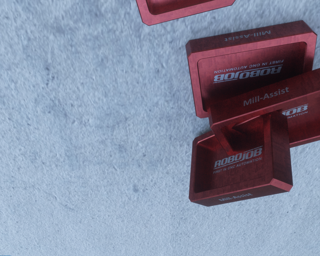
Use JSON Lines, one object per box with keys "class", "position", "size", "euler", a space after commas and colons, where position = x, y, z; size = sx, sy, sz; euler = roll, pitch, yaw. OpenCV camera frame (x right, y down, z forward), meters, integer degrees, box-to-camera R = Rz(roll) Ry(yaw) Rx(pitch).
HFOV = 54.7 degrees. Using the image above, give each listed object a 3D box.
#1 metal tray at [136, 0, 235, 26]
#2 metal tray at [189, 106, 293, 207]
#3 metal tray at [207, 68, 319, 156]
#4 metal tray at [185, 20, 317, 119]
{"class": "metal tray", "position": [0.012, -0.163, 0.264], "size": [0.090, 0.030, 0.129], "euler": [-12, 130, 9]}
{"class": "metal tray", "position": [0.089, 0.038, 0.369], "size": [0.030, 0.090, 0.130], "euler": [23, 149, -27]}
{"class": "metal tray", "position": [0.132, -0.009, 0.359], "size": [0.130, 0.030, 0.090], "euler": [-18, 139, 20]}
{"class": "metal tray", "position": [0.100, -0.063, 0.351], "size": [0.131, 0.030, 0.090], "euler": [-9, 130, 6]}
